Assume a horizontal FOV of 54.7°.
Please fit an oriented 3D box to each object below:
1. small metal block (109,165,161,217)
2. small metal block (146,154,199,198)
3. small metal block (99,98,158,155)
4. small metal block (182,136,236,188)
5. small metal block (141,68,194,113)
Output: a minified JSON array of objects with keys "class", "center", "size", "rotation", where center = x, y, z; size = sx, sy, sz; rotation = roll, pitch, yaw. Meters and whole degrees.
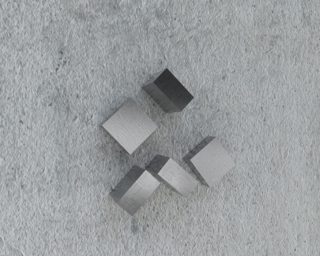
[{"class":"small metal block","center":[-0.033,0.076,0.384],"size":[0.025,0.050,0.050],"rotation":[45,76,-15]},{"class":"small metal block","center":[0.014,0.061,0.401],"size":[0.050,0.050,0.025],"rotation":[42,77,-15]},{"class":"small metal block","center":[-0.040,-0.002,0.394],"size":[0.050,0.025,0.050],"rotation":[-45,104,-14]},{"class":"small metal block","center":[0.069,0.047,0.434],"size":[0.050,0.025,0.050],"rotation":[-39,103,-16]},{"class":"small metal block","center":[0.009,-0.046,0.399],"size":[0.050,0.050,0.025],"rotation":[45,76,-15]}]
